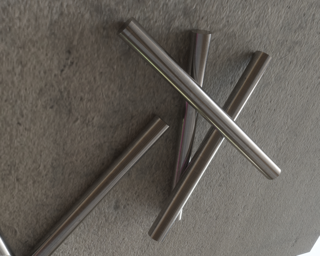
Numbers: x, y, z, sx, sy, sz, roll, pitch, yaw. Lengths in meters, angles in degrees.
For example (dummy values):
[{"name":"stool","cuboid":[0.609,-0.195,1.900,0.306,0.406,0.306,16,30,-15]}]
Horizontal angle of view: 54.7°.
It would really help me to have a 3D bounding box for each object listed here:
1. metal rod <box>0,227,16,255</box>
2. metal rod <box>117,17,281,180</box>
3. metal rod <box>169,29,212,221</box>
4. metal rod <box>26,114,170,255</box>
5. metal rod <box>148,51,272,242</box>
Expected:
[{"name":"metal rod","cuboid":[-0.212,0.059,0.327,0.025,0.025,0.298,-18,126,-18]},{"name":"metal rod","cuboid":[0.065,-0.020,0.391,0.301,0.025,0.025,40,95,-27]},{"name":"metal rod","cuboid":[0.036,0.016,0.438,0.025,0.025,0.298,-9,123,-24]},{"name":"metal rod","cuboid":[-0.097,0.100,0.416,0.300,0.025,0.025,-47,130,5]},{"name":"metal rod","cuboid":[0.068,0.029,0.437,0.025,0.025,0.299,27,96,-38]}]
